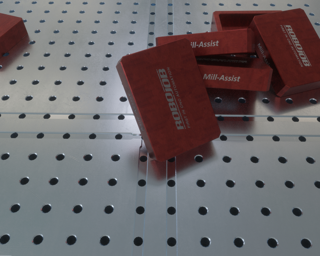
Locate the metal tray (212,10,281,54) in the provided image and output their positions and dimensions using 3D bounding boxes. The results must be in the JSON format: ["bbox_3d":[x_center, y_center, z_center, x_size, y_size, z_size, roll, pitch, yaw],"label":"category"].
[{"bbox_3d":[0.162,-0.171,0.548,0.131,0.030,0.090,-1,50,-1],"label":"metal tray"}]

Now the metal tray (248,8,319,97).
[{"bbox_3d":[0.202,-0.119,0.479,0.091,0.030,0.130,-13,71,-11],"label":"metal tray"}]

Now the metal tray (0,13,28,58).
[{"bbox_3d":[-0.317,-0.170,0.546,0.130,0.030,0.090,16,52,13],"label":"metal tray"}]

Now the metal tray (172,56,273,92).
[{"bbox_3d":[0.085,-0.083,0.450,0.131,0.030,0.090,5,22,4],"label":"metal tray"}]

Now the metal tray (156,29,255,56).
[{"bbox_3d":[0.070,-0.121,0.456,0.130,0.030,0.090,1,12,20],"label":"metal tray"}]

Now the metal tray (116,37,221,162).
[{"bbox_3d":[0.012,-0.034,0.381,0.091,0.030,0.129,-22,97,-17],"label":"metal tray"}]
